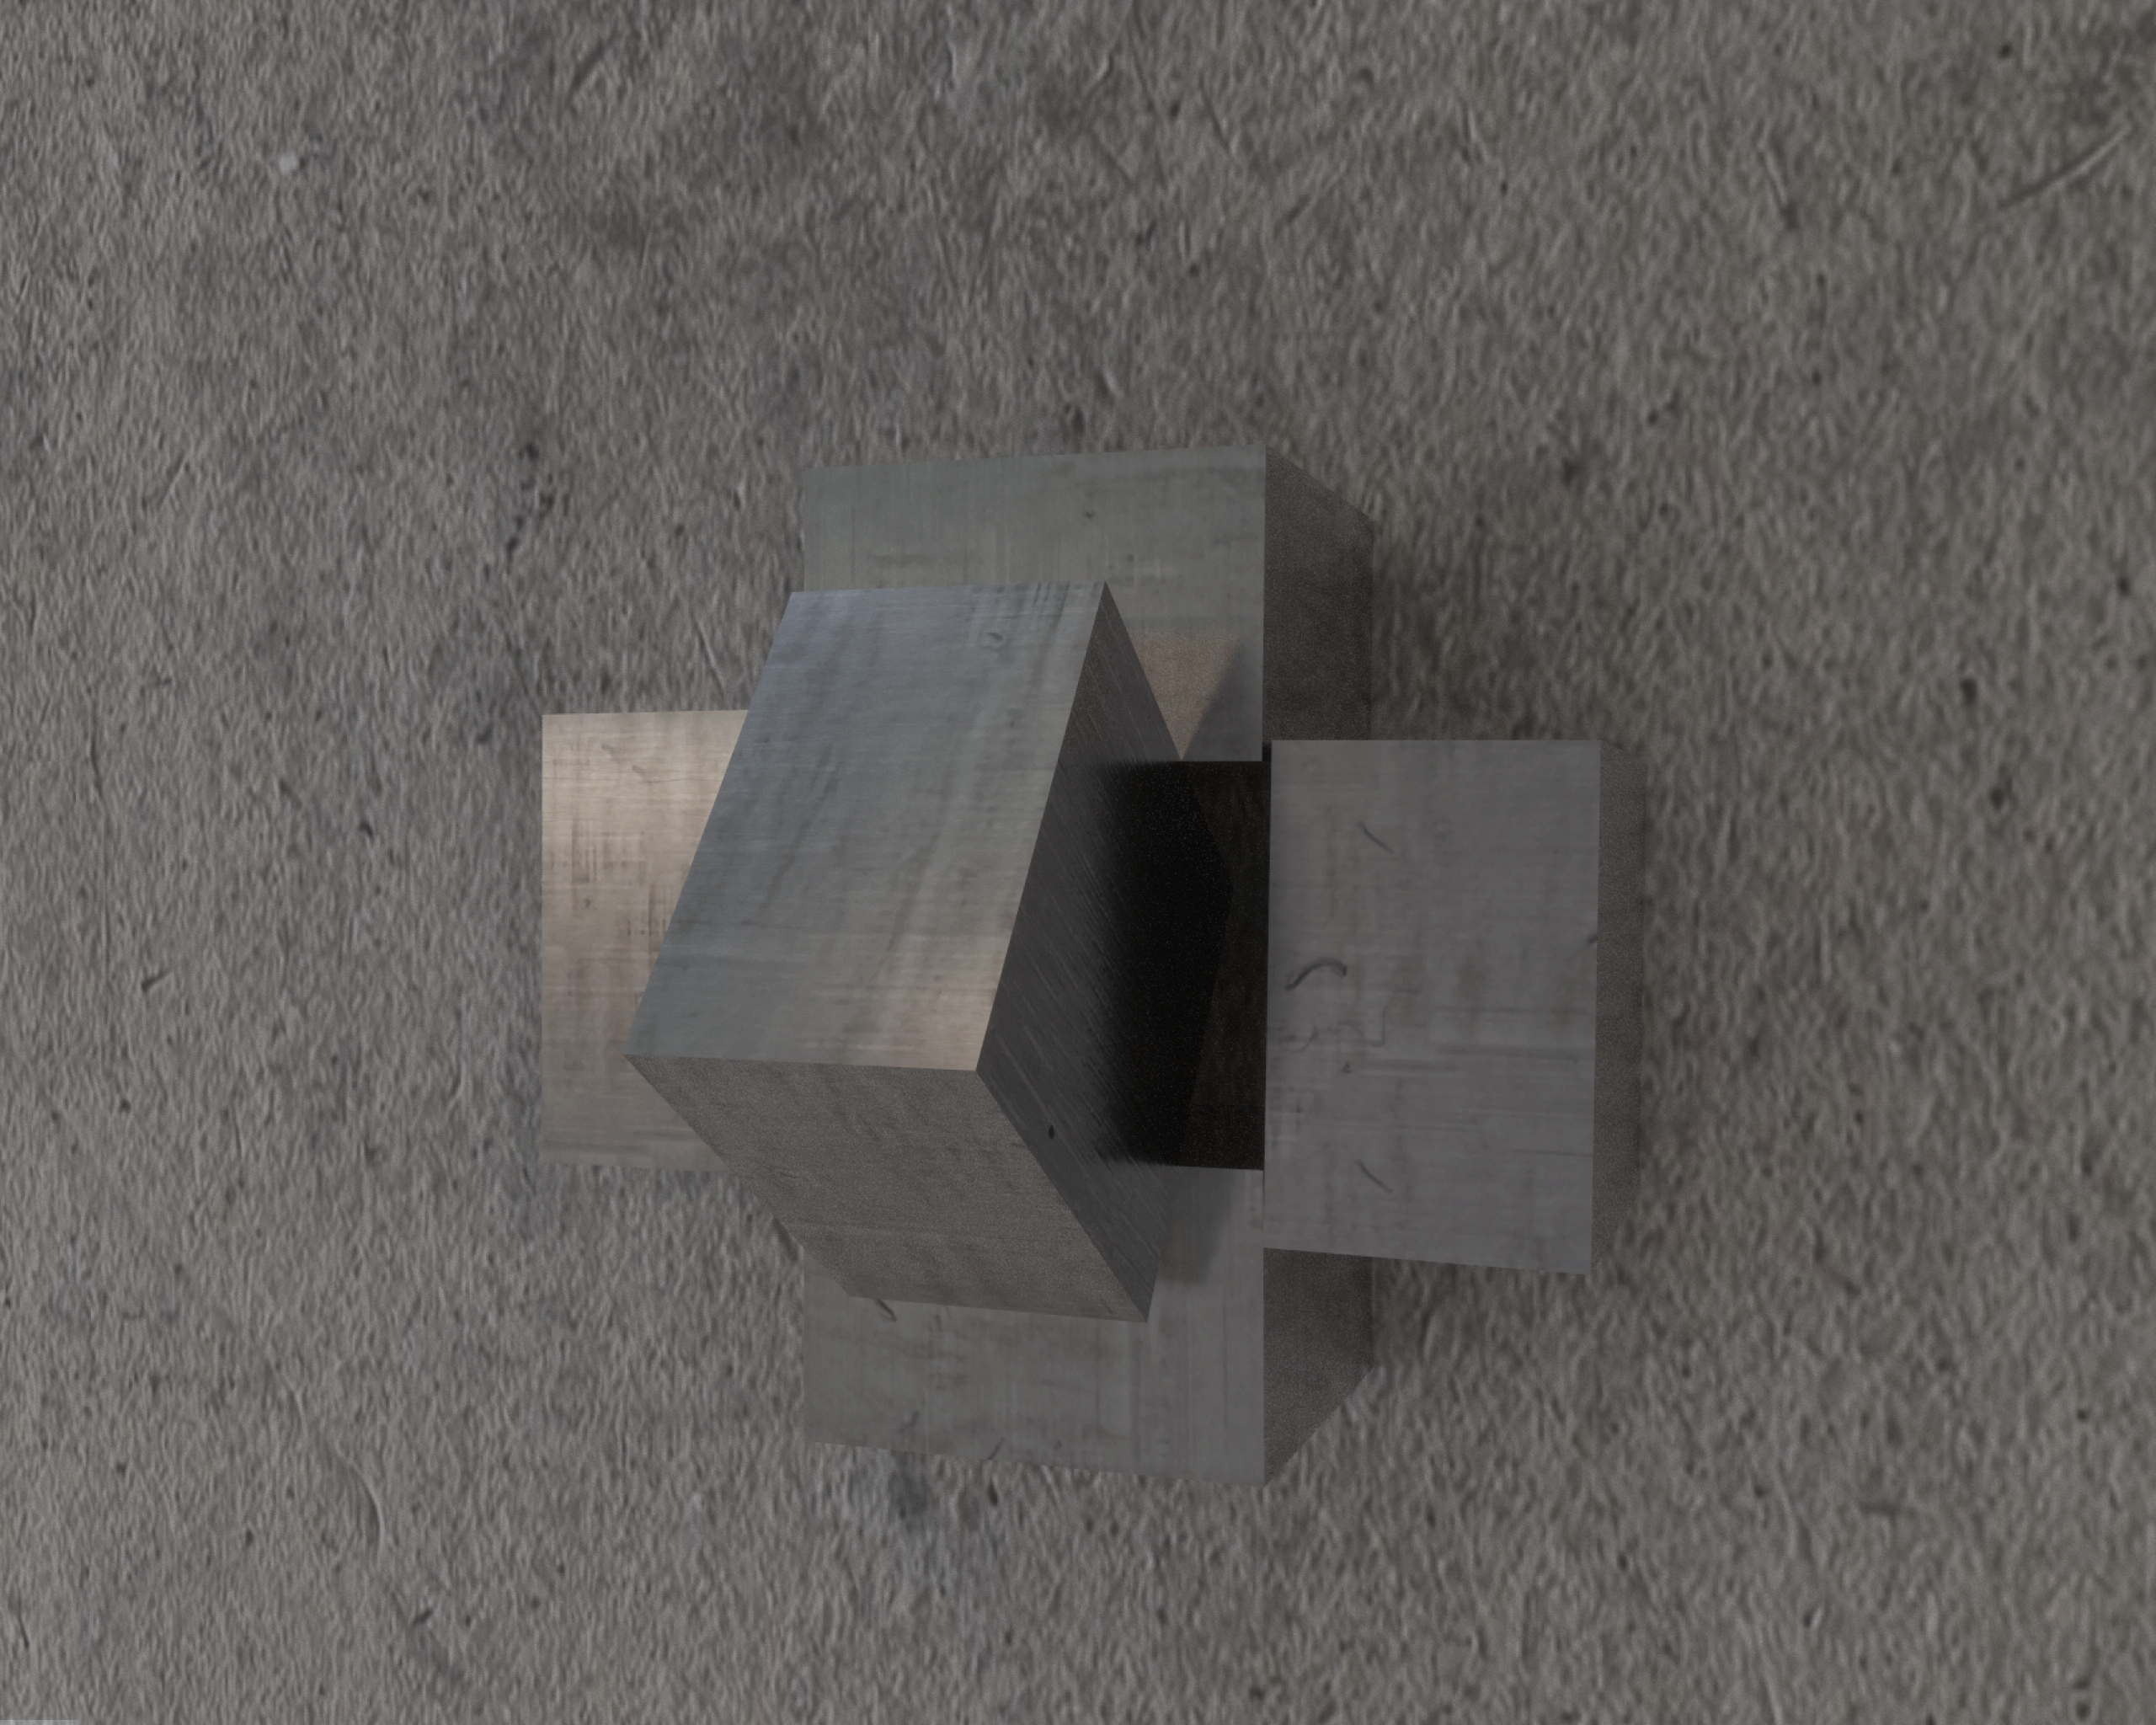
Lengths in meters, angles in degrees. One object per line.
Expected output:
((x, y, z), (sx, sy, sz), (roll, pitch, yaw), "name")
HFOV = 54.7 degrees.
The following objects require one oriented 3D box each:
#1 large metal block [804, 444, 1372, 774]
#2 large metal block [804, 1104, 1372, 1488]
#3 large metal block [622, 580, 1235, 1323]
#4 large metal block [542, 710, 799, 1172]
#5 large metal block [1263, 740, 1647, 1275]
((0.005, -0.042, 0.378), (0.080, 0.080, 0.050), (1, 90, 20), "large metal block")
((0.005, 0.073, 0.378), (0.080, 0.080, 0.050), (0, 90, 20), "large metal block")
((-0.016, 0.015, 0.316), (0.050, 0.080, 0.080), (0, 56, 20), "large metal block")
((-0.058, 0.013, 0.400), (0.050, 0.080, 0.080), (0, 90, 20), "large metal block")
((0.067, 0.021, 0.356), (0.050, 0.080, 0.080), (1, 91, 20), "large metal block")
